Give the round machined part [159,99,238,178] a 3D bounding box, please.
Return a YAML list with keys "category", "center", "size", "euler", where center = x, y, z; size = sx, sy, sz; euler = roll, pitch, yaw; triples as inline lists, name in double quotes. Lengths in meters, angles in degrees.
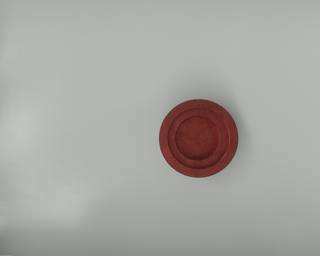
- category: "round machined part"
  center: [0.048, 0.013, 0.404]
  size: [0.099, 0.042, 0.097]
  euler: [0, 90, -1]
